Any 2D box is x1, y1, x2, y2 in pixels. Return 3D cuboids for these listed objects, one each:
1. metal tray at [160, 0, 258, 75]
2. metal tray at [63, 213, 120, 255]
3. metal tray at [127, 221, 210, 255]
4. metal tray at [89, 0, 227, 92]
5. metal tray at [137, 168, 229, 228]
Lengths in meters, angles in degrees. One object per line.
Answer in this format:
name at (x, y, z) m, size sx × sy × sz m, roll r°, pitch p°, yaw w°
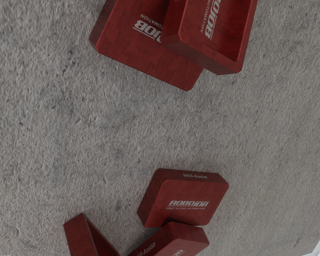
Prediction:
metal tray at (0.058, -0.130, 0.318) m, size 0.091 × 0.030 × 0.129 m, roll 19°, pitch 82°, yaw -35°
metal tray at (-0.083, 0.190, 0.437) m, size 0.030 × 0.090 × 0.130 m, roll -31°, pitch 129°, yaw -8°
metal tray at (0.006, 0.209, 0.514) m, size 0.130 × 0.030 × 0.090 m, roll -44°, pitch 135°, yaw 20°
metal tray at (0.001, -0.104, 0.340) m, size 0.131 × 0.030 × 0.090 m, roll 18°, pitch 109°, yaw -35°
metal tray at (0.038, 0.113, 0.495) m, size 0.131 × 0.030 × 0.089 m, roll 10°, pitch 113°, yaw -33°
